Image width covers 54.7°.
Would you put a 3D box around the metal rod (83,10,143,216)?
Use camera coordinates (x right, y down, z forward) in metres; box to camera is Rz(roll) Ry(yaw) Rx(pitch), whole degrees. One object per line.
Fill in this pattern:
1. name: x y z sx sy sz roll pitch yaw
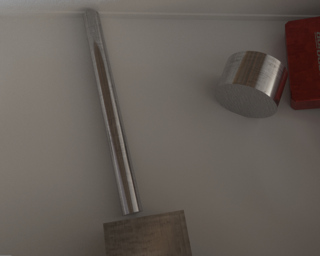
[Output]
1. metal rod: -0.069 -0.034 0.421 0.025 0.025 0.299 -13 71 -5

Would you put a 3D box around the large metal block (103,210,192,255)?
1. large metal block: -0.012 0.124 0.335 0.081 0.080 0.050 -9 71 -4

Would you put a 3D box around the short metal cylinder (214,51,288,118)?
1. short metal cylinder: 0.118 -0.054 0.402 0.080 0.080 0.050 22 72 7

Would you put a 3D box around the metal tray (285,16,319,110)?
1. metal tray: 0.225 -0.093 0.428 0.090 0.030 0.130 -3 69 20
